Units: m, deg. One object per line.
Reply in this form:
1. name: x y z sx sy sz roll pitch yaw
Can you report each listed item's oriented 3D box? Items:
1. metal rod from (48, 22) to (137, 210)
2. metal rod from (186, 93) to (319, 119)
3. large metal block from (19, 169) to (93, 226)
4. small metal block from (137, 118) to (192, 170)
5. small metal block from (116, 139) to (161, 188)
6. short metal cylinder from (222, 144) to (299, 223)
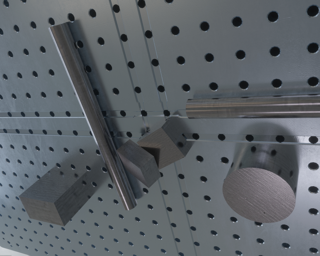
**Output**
1. metal rod: -0.091 -0.002 0.457 0.025 0.025 0.298 -3 117 30
2. metal rod: 0.169 -0.022 0.307 0.300 0.025 0.025 0 119 28
3. large metal block: -0.180 0.119 0.544 0.080 0.080 0.050 2 119 27
4. small metal block: 0.006 0.023 0.422 0.050 0.025 0.050 -32 101 38
5. small metal block: -0.029 0.050 0.437 0.050 0.025 0.050 32 154 35
6. short metal cylinder: 0.121 0.066 0.372 0.080 0.050 0.079 13 124 21
